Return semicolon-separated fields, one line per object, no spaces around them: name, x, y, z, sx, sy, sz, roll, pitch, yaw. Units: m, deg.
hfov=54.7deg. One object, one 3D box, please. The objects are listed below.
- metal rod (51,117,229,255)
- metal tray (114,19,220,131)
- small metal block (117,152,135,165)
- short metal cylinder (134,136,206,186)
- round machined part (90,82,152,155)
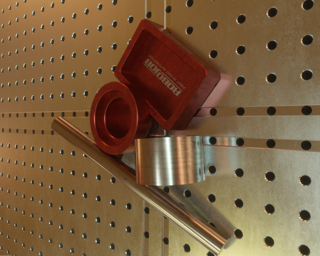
metal rod;-0.043;0.064;0.416;0.300;0.025;0.025;32;110;26
metal tray;0.003;-0.069;0.401;0.130;0.030;0.089;48;118;29
small metal block;-0.066;0.038;0.461;0.050;0.025;0.050;35;111;34
short metal cylinder;0.011;0.036;0.361;0.080;0.081;0.050;-5;87;39
round machined part;-0.050;-0.013;0.427;0.098;0.042;0.097;0;90;41
